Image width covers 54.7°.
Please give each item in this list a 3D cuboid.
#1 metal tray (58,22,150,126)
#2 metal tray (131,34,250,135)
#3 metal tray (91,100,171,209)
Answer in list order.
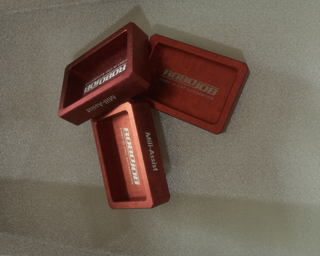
[{"bbox_3d":[-0.073,-0.067,0.399,0.130,0.030,0.090,-24,53,30],"label":"metal tray"},{"bbox_3d":[0.036,-0.056,0.395,0.130,0.030,0.089,24,98,18],"label":"metal tray"},{"bbox_3d":[-0.041,0.037,0.402,0.090,0.030,0.129,-16,85,44],"label":"metal tray"}]
